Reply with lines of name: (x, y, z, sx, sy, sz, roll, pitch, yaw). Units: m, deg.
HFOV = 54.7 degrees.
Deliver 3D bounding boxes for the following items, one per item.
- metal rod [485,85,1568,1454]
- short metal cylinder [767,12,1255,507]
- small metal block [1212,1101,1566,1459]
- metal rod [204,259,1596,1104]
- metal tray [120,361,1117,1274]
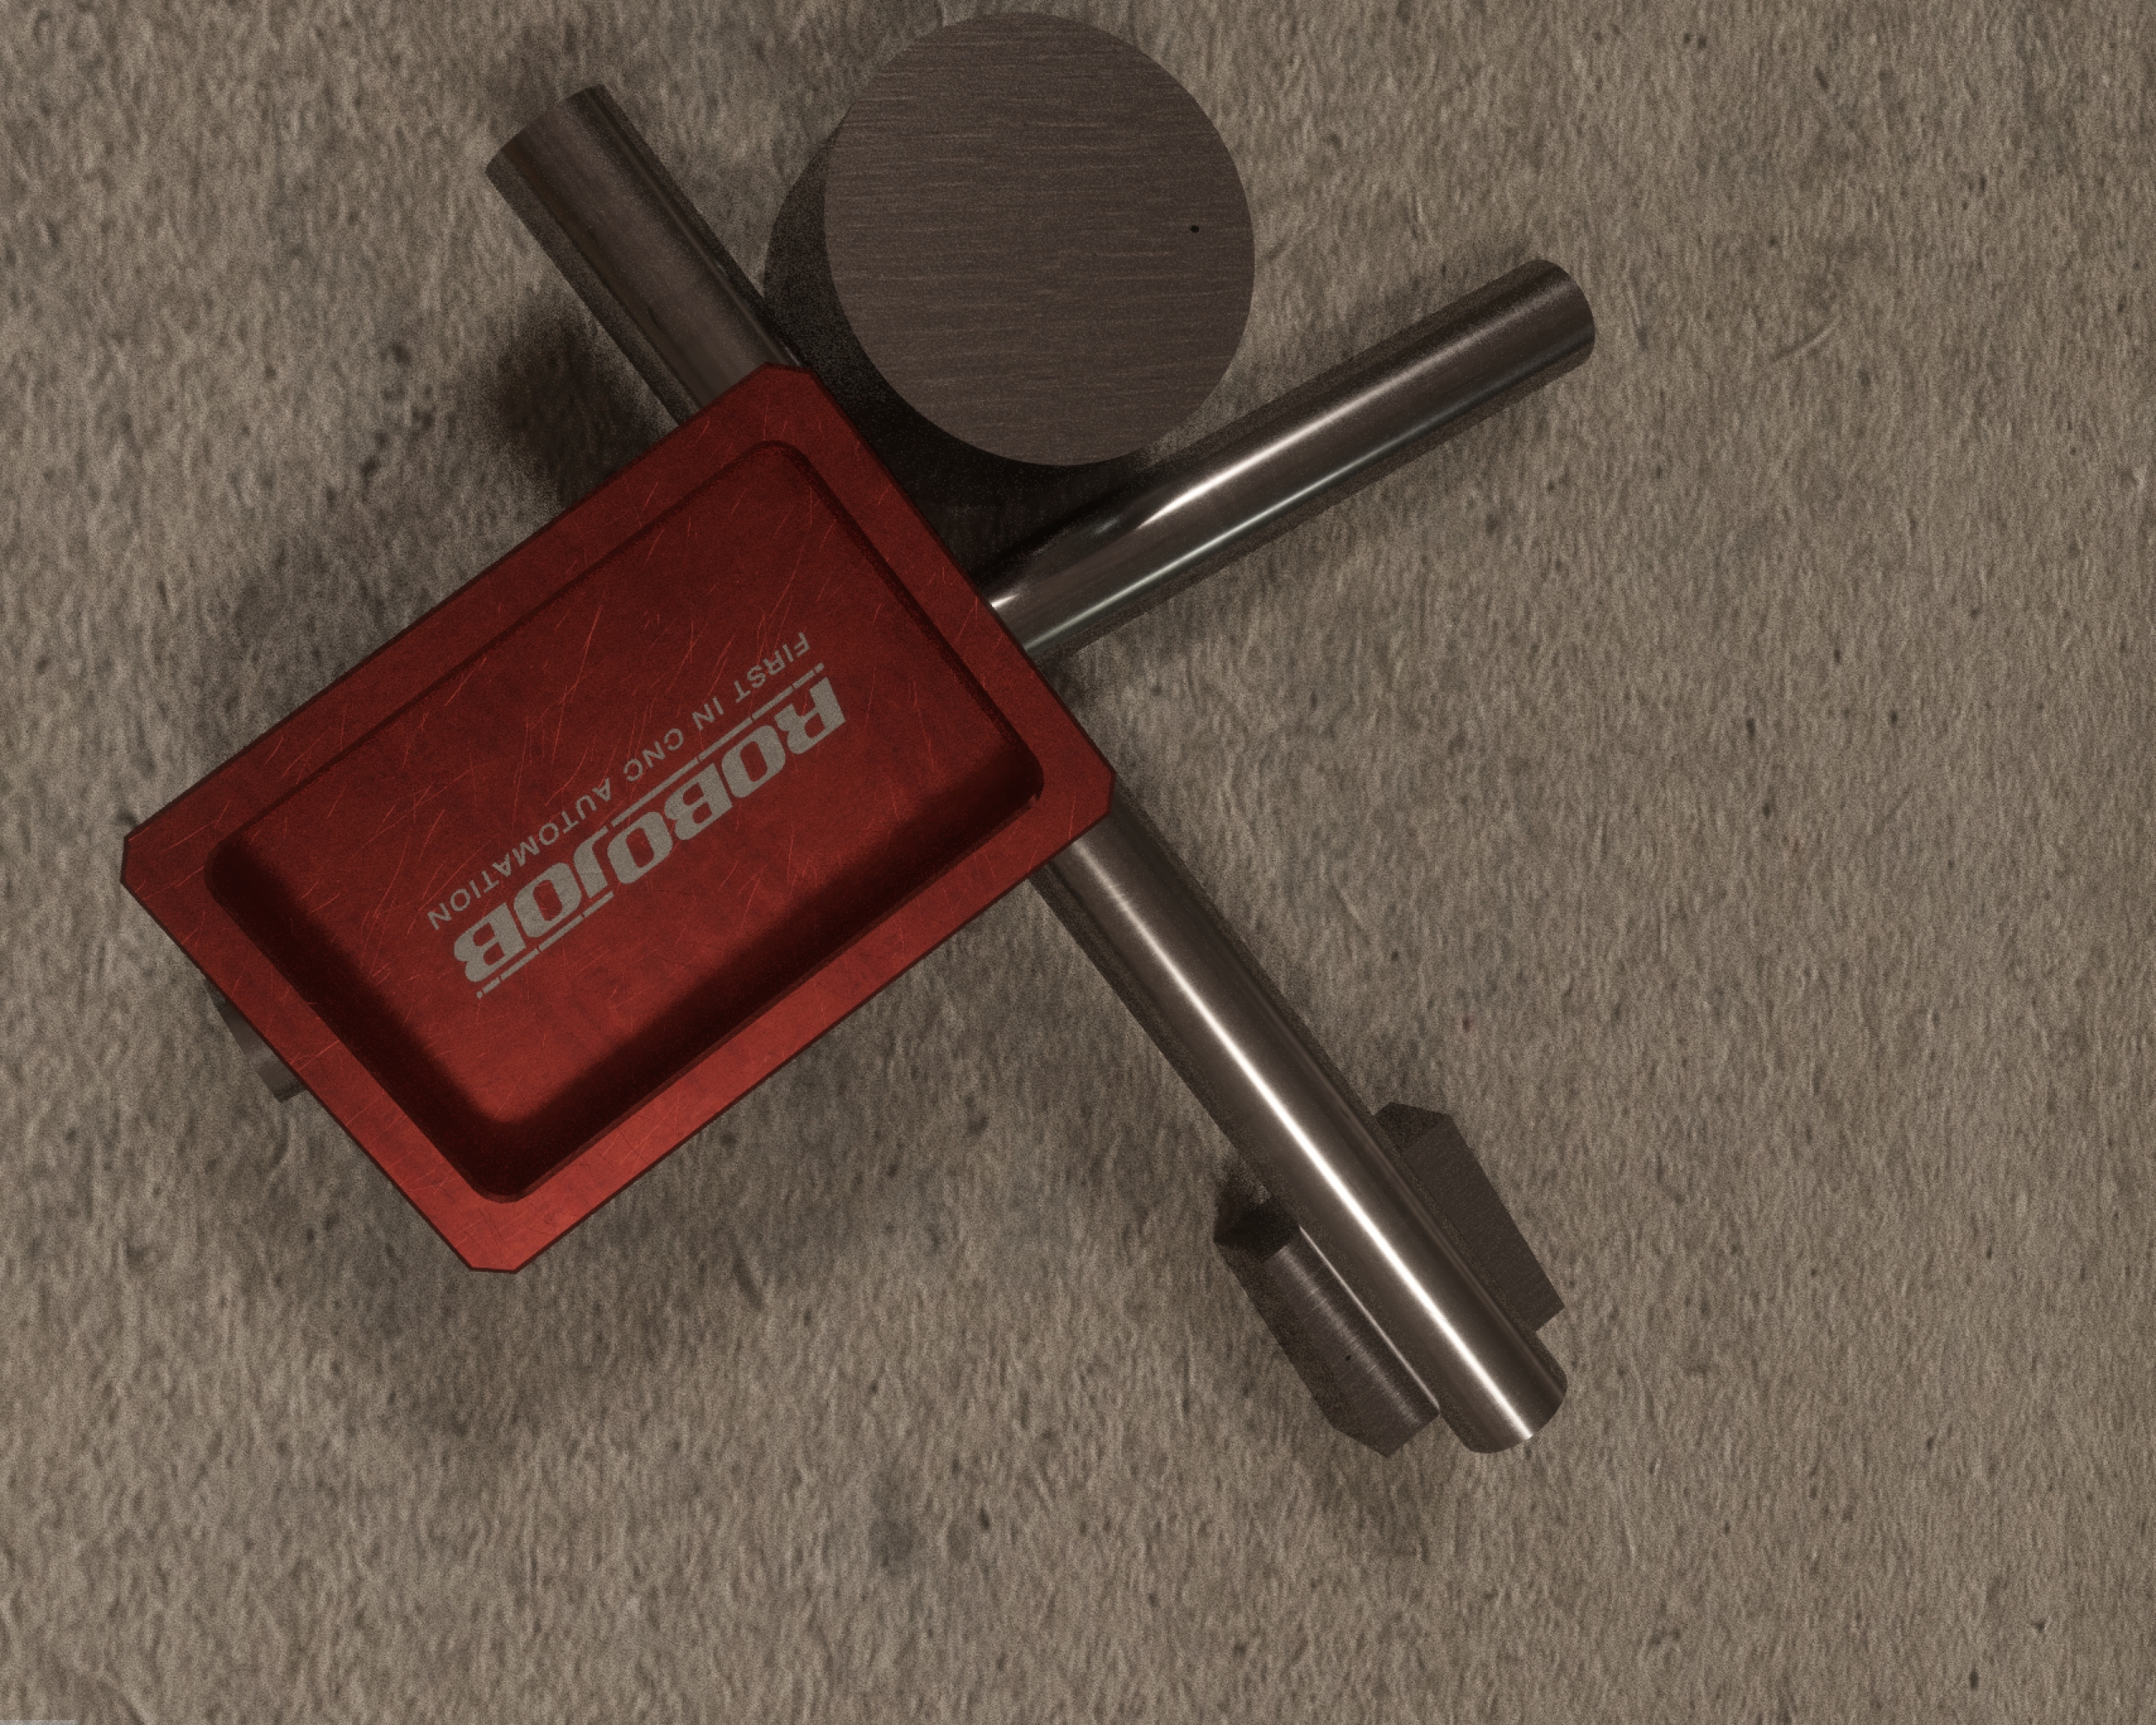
metal rod: (-0.001, -0.007, 0.385, 0.025, 0.025, 0.300, -41, 103, -16)
short metal cylinder: (-0.014, -0.110, 0.392, 0.081, 0.050, 0.079, 0, 90, -21)
small metal block: (0.065, 0.086, 0.435, 0.050, 0.025, 0.050, -35, 102, -17)
metal rod: (-0.020, -0.044, 0.404, 0.302, 0.025, 0.025, -31, 101, -18)
metal tray: (-0.071, -0.008, 0.341, 0.130, 0.030, 0.090, -38, 102, -4)
